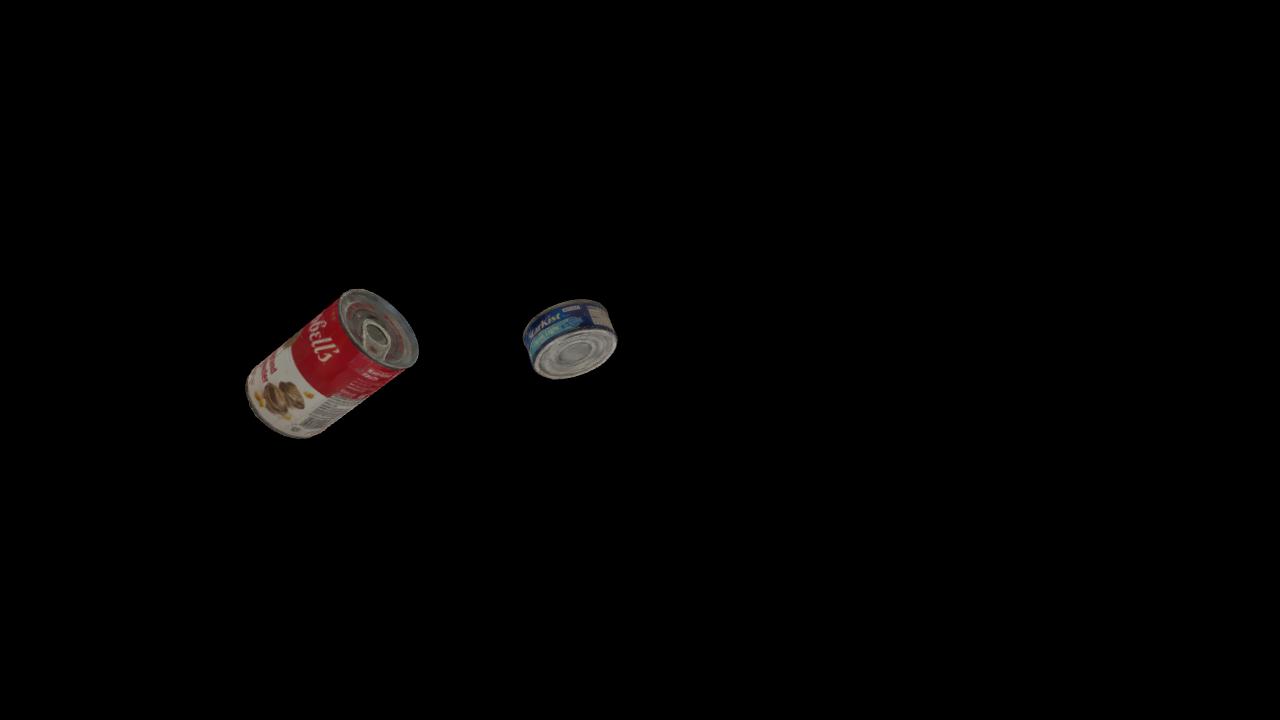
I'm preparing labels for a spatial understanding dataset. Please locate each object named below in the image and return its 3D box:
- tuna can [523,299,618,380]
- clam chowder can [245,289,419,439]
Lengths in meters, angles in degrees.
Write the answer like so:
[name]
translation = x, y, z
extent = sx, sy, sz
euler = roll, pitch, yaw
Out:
[tuna can]
translation = -0.064, -0.017, 0.573
extent = 0.084, 0.034, 0.084
euler = -18, -28, -10
[clam chowder can]
translation = -0.222, 0.004, 0.446
extent = 0.102, 0.068, 0.068
euler = -34, -10, 15
